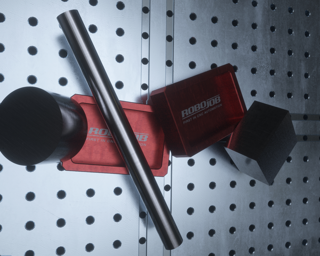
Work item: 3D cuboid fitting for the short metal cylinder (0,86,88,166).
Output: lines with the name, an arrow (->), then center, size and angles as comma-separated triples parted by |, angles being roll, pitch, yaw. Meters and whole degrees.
short metal cylinder -> -0.126, -0.001, 0.333 | 0.080, 0.050, 0.080 | -1, 86, 15

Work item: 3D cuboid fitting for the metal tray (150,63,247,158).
metal tray -> 0.058, -0.026, 0.411 | 0.131, 0.030, 0.090 | -25, 99, -35

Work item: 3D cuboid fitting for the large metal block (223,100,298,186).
large metal block -> 0.143, 0.022, 0.433 | 0.080, 0.050, 0.080 | -53, 137, -12

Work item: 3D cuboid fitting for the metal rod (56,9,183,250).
metal rod -> -0.043, 0.010, 0.365 | 0.025, 0.025, 0.299 | -27, 99, -18

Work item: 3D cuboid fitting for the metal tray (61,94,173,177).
metal tray -> -0.052, 0.011, 0.390 | 0.131, 0.030, 0.089 | 7, 88, -20
